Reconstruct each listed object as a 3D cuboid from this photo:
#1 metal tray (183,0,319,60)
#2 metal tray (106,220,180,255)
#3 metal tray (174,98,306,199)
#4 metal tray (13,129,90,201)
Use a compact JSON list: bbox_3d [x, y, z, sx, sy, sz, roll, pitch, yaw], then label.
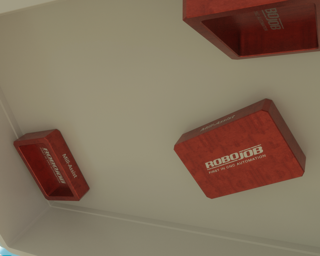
[{"bbox_3d":[0.084,-0.086,0.244,0.090,0.131,0.030,0,89,28],"label":"metal tray"},{"bbox_3d":[-0.030,0.226,0.562,0.130,0.030,0.089,12,125,21],"label":"metal tray"},{"bbox_3d":[0.093,0.031,0.376,0.130,0.030,0.090,-26,105,37],"label":"metal tray"},{"bbox_3d":[-0.191,0.069,0.548,0.090,0.030,0.129,-7,115,31],"label":"metal tray"}]
